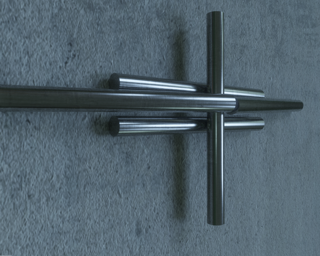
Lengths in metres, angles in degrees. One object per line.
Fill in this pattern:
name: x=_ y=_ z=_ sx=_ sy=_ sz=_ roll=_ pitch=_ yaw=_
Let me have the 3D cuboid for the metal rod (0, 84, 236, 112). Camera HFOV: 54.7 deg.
metal rod: x=-0.035 y=-0.030 z=0.345 sx=0.303 sy=0.025 sz=0.025 roll=-2 pitch=91 yaw=-31

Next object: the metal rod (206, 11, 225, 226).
metal rod: x=0.079 y=-0.013 z=0.443 sx=0.025 sy=0.025 sz=0.298 roll=0 pitch=90 yaw=-40

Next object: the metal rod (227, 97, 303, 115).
metal rod: x=0.194 y=-0.039 z=0.540 sx=0.302 sy=0.025 sz=0.025 roll=-5 pitch=94 yaw=-50

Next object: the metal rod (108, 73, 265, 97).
metal rod: x=0.062 y=-0.055 z=0.459 sx=0.302 sy=0.025 sz=0.025 roll=-1 pitch=91 yaw=-40

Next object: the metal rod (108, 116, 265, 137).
metal rod: x=0.062 y=-0.005 z=0.460 sx=0.302 sy=0.025 sz=0.025 roll=-1 pitch=91 yaw=-40
